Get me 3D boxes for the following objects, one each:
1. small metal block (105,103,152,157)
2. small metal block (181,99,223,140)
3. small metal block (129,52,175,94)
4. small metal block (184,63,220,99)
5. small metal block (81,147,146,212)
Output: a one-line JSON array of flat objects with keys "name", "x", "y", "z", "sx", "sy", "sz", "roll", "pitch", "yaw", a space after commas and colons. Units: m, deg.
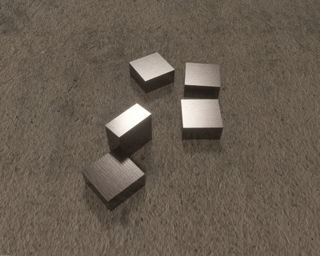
[{"name": "small metal block", "x": -0.037, "y": 0.006, "z": 0.382, "sx": 0.025, "sy": 0.050, "sz": 0.050, "roll": 37, "pitch": 59, "yaw": 26}, {"name": "small metal block", "x": 0.054, "y": -0.012, "z": 0.414, "sx": 0.050, "sy": 0.025, "sz": 0.050, "roll": 0, "pitch": 50, "yaw": -1}, {"name": "small metal block", "x": -0.013, "y": -0.085, "z": 0.475, "sx": 0.050, "sy": 0.025, "sz": 0.050, "roll": -25, "pitch": 55, "yaw": -20}, {"name": "small metal block", "x": 0.062, "y": -0.071, "z": 0.464, "sx": 0.050, "sy": 0.025, "sz": 0.050, "roll": 4, "pitch": 50, "yaw": 3}, {"name": "small metal block", "x": -0.052, "y": 0.058, "z": 0.354, "sx": 0.050, "sy": 0.025, "sz": 0.050, "roll": -35, "pitch": 58, "yaw": -26}]
